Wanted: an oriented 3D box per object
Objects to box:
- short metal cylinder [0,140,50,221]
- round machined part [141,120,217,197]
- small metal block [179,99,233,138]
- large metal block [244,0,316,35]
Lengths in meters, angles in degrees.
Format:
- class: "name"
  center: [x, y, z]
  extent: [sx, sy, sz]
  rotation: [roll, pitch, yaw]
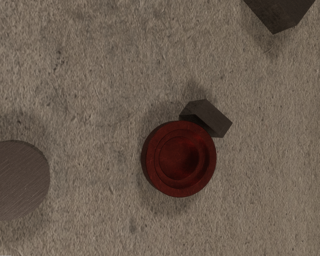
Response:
- class: "short metal cylinder"
  center: [-0.162, 0.054, 0.336]
  extent: [0.081, 0.050, 0.079]
  rotation: [0, 90, -21]
- class: "round machined part"
  center: [0.021, 0.039, 0.409]
  extent: [0.099, 0.042, 0.097]
  rotation: [0, 90, -21]
- class: "small metal block"
  center: [0.061, -0.012, 0.420]
  extent: [0.050, 0.050, 0.025]
  rotation: [39, 78, -16]
- class: "large metal block"
  center: [0.183, -0.203, 0.465]
  extent: [0.080, 0.050, 0.080]
  rotation: [42, 77, -16]
